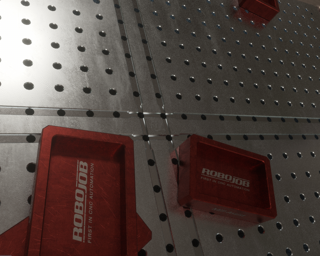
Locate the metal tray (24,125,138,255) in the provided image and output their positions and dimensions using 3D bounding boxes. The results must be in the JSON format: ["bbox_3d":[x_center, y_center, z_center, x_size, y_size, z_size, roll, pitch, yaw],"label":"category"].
[{"bbox_3d":[-0.070,0.066,0.288,0.091,0.030,0.130,9,58,-24],"label":"metal tray"}]

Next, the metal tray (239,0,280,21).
[{"bbox_3d":[0.227,-0.318,0.724,0.091,0.030,0.130,18,55,-19],"label":"metal tray"}]

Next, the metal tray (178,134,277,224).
[{"bbox_3d":[0.090,0.068,0.413,0.131,0.030,0.090,17,55,-19],"label":"metal tray"}]

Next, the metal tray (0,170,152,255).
[{"bbox_3d":[-0.082,0.111,0.294,0.131,0.030,0.090,-33,81,-38],"label":"metal tray"}]
